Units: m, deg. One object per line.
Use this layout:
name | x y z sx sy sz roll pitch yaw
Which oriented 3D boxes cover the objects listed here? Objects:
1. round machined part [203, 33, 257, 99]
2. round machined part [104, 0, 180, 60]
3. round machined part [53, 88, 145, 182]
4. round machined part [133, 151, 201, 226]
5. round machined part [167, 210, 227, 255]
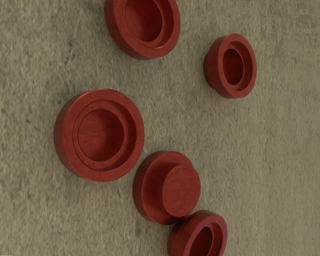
round machined part | 0.106 -0.094 0.485 0.099 0.042 0.097 0 90 -40
round machined part | -0.025 -0.131 0.374 0.099 0.042 0.097 0 90 -40
round machined part | -0.068 0.007 0.338 0.099 0.042 0.097 0 90 -40
round machined part | 0.016 0.080 0.409 0.099 0.042 0.097 0 90 -40
round machined part | 0.048 0.160 0.430 0.099 0.042 0.097 -12 108 -43
